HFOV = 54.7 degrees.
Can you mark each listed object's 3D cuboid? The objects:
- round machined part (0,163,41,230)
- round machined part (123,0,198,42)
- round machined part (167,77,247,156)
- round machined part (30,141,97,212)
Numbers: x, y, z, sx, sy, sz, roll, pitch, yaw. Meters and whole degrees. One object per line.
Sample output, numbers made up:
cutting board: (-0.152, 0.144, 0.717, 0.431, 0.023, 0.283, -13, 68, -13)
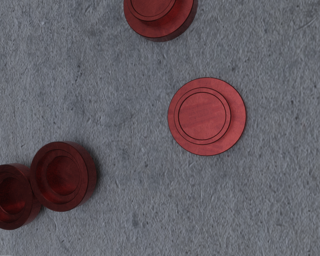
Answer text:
round machined part: (-0.221, 0.103, 0.478, 0.098, 0.042, 0.097, 0, 90, 20)
round machined part: (-0.004, -0.165, 0.401, 0.098, 0.042, 0.097, 0, 90, 20)
round machined part: (0.056, -0.014, 0.380, 0.098, 0.042, 0.097, 0, 90, 20)
round machined part: (-0.134, 0.067, 0.447, 0.098, 0.042, 0.097, 0, 90, 20)
